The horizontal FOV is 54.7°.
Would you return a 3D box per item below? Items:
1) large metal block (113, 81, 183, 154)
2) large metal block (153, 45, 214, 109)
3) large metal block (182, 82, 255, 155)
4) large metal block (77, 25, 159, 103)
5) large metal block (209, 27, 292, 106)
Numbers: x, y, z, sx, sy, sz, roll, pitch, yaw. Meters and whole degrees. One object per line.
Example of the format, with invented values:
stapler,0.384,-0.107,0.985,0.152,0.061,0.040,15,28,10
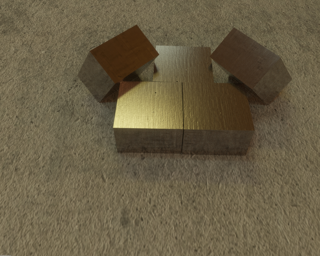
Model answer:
large metal block,-0.013,-0.014,0.400,0.081,0.050,0.080,1,50,0
large metal block,0.032,-0.075,0.452,0.081,0.050,0.080,2,50,1
large metal block,0.069,-0.013,0.397,0.081,0.050,0.080,1,50,0
large metal block,-0.060,-0.087,0.433,0.080,0.080,0.050,-40,95,-28
large metal block,0.128,-0.084,0.433,0.050,0.080,0.080,-50,58,12
